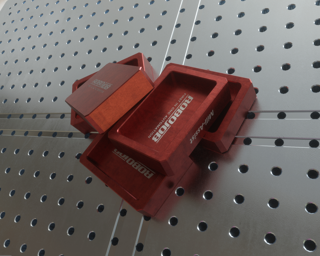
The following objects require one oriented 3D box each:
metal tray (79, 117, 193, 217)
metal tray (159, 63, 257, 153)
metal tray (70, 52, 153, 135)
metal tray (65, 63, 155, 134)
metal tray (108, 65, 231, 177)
[{"bbox_3d":[-0.034,0.040,0.399,0.130,0.030,0.090,30,78,37],"label":"metal tray"},{"bbox_3d":[0.044,-0.031,0.401,0.130,0.030,0.090,21,72,36],"label":"metal tray"},{"bbox_3d":[-0.074,-0.053,0.477,0.130,0.030,0.090,-20,54,16],"label":"metal tray"},{"bbox_3d":[-0.073,-0.047,0.421,0.090,0.030,0.130,-43,28,-11],"label":"metal tray"},{"bbox_3d":[0.013,-0.015,0.368,0.090,0.030,0.130,22,62,36],"label":"metal tray"}]
